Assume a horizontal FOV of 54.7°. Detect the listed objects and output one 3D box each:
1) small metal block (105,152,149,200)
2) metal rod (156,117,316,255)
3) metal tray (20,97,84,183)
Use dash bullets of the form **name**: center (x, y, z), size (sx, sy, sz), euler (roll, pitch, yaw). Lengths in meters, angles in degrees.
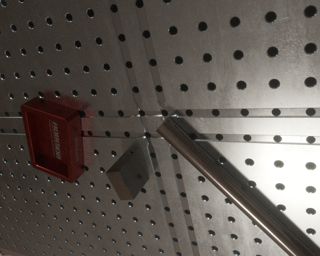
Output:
- **small metal block**: center (-0.047, 0.072, 0.463), size (0.025, 0.050, 0.050), euler (-12, 112, 33)
- **metal rod**: center (0.112, 0.097, 0.411), size (0.300, 0.025, 0.025), euler (43, 129, -2)
- **metal tray**: center (-0.175, 0.022, 0.510), size (0.090, 0.030, 0.129), euler (18, 125, 17)
